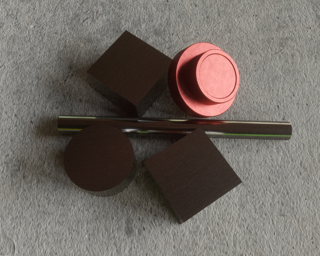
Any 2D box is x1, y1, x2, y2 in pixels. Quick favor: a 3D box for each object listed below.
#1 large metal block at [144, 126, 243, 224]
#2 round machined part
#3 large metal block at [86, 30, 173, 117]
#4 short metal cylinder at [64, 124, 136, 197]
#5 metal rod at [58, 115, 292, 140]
[{"bbox_3d":[0.037,0.058,0.375,0.080,0.050,0.080,-32,73,-11],"label":"large metal block"},{"bbox_3d":[0.063,-0.063,0.399,0.099,0.042,0.097,2,85,-27],"label":"round machined part"},{"bbox_3d":[-0.037,-0.071,0.419,0.080,0.050,0.080,35,73,11],"label":"large metal block"},{"bbox_3d":[-0.070,0.041,0.380,0.081,0.050,0.080,0,70,0],"label":"short metal cylinder"},{"bbox_3d":[0.019,0.000,0.411,0.302,0.025,0.025,2,70,0],"label":"metal rod"}]
